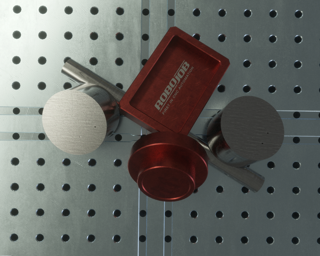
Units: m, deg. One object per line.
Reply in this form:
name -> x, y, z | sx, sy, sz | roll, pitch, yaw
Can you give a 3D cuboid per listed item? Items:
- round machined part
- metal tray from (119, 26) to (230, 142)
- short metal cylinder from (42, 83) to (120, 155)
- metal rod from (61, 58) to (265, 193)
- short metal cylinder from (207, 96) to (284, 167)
round machined part -> 0.009, 0.054, 0.378 | 0.099, 0.042, 0.097 | 4, 133, 4
metal tray -> 0.019, -0.054, 0.396 | 0.090, 0.030, 0.130 | 32, 77, 0
short metal cylinder -> -0.097, -0.013, 0.388 | 0.080, 0.050, 0.079 | 3, 107, 9
metal rod -> 0.004, -0.003, 0.413 | 0.301, 0.025, 0.025 | 32, 90, 0
short metal cylinder -> 0.105, 0.006, 0.390 | 0.081, 0.050, 0.080 | 3, 73, -10
